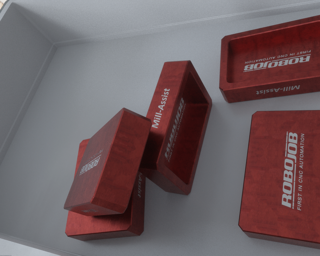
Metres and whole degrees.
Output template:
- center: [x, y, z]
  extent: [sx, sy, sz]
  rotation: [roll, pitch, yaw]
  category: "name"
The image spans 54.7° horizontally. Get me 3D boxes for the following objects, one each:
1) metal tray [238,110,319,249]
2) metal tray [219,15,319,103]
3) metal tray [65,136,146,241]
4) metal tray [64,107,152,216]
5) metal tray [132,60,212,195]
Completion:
- center: [0.133, 0.045, 0.305]
  extent: [0.090, 0.030, 0.130]
  rotation: [1, 62, 28]
  category: "metal tray"
- center: [0.142, -0.083, 0.378]
  extent: [0.130, 0.030, 0.090]
  rotation: [-6, 59, 25]
  category: "metal tray"
- center: [-0.065, 0.070, 0.394]
  extent: [0.090, 0.030, 0.130]
  rotation: [-13, 56, 21]
  category: "metal tray"
- center: [-0.059, 0.042, 0.322]
  extent: [0.129, 0.030, 0.090]
  rotation: [-31, 39, 59]
  category: "metal tray"
- center: [0.020, 0.000, 0.353]
  extent: [0.030, 0.090, 0.130]
  rotation: [3, 63, 30]
  category: "metal tray"
